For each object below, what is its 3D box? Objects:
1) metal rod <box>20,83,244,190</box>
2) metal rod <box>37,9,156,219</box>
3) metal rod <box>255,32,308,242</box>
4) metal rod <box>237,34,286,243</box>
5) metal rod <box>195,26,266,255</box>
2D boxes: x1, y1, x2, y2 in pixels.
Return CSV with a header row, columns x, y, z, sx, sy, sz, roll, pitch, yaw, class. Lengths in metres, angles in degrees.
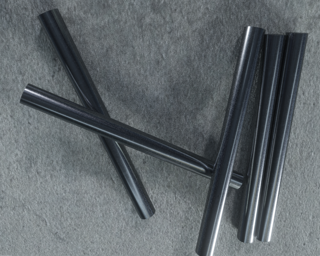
x,y,z,sx,sy,sz,roll,pitch,yaw,class
-0.022,0.018,0.396,0.302,0.025,0.025,24,108,-17,metal rod
-0.074,-0.004,0.407,0.025,0.025,0.299,-21,109,7,metal rod
0.160,0.026,0.421,0.025,0.025,0.298,1,110,-1,metal rod
0.134,0.028,0.421,0.025,0.025,0.298,1,110,-1,metal rod
0.087,0.026,0.395,0.025,0.025,0.298,10,100,-4,metal rod
